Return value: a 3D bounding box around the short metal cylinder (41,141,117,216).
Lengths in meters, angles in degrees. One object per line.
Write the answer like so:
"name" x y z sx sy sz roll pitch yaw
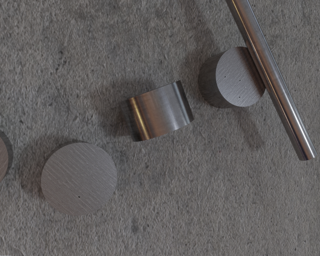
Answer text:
"short metal cylinder" -0.095 0.055 0.361 0.081 0.050 0.079 0 90 -20

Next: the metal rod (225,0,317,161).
"metal rod" 0.136 -0.090 0.405 0.025 0.025 0.299 -32 100 -17

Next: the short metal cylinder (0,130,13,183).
"short metal cylinder" -0.200 0.032 0.322 0.081 0.050 0.079 0 90 -20

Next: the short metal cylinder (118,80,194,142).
"short metal cylinder" -0.005 -0.021 0.378 0.081 0.080 0.050 -23 98 -19

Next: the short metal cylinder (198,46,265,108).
"short metal cylinder" 0.100 -0.068 0.433 0.081 0.050 0.079 0 90 -20
